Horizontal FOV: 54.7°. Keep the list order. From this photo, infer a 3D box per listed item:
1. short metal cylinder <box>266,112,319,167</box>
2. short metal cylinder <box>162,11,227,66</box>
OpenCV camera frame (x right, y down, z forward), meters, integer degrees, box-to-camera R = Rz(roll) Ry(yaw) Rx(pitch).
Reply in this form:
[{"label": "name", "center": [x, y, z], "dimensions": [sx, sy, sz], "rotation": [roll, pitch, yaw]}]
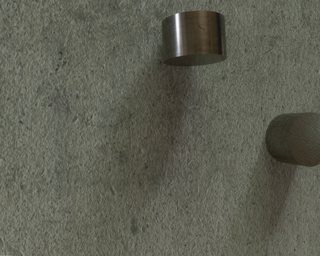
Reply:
[{"label": "short metal cylinder", "center": [0.211, 0.017, 0.474], "dimensions": [0.081, 0.050, 0.080], "rotation": [0, 90, -20]}, {"label": "short metal cylinder", "center": [0.043, -0.111, 0.396], "dimensions": [0.081, 0.080, 0.050], "rotation": [-4, 92, -20]}]
